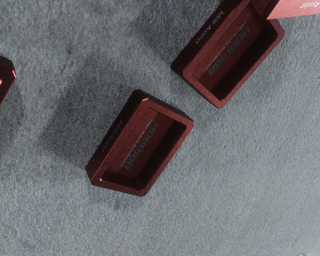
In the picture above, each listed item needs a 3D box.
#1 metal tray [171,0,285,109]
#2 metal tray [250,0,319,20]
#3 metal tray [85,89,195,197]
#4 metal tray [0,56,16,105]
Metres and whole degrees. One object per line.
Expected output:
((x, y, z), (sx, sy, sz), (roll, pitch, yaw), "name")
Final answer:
((0.087, -0.099, 0.392), (0.090, 0.030, 0.130), (34, 99, -39), "metal tray")
((0.151, -0.169, 0.343), (0.131, 0.090, 0.030), (-13, 157, -22), "metal tray")
((-0.026, 0.024, 0.405), (0.090, 0.030, 0.129), (24, 105, -37), "metal tray")
((-0.204, -0.020, 0.279), (0.090, 0.030, 0.129), (26, 104, -38), "metal tray")
